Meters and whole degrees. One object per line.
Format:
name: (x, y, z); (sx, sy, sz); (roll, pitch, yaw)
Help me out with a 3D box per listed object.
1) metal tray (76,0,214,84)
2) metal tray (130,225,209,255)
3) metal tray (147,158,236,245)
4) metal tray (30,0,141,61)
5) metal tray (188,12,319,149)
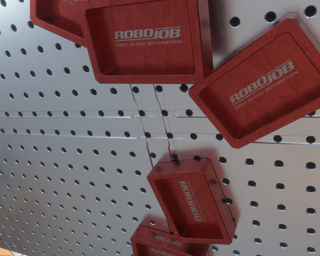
metal tray: (-0.016, -0.092, 0.318); (0.130, 0.030, 0.089); (4, 120, 25)
metal tray: (0.018, 0.226, 0.536); (0.130, 0.030, 0.089); (8, 122, 23)
metal tray: (0.047, 0.109, 0.449); (0.090, 0.030, 0.129); (-10, 114, 32)
metal tray: (-0.090, -0.146, 0.363); (0.130, 0.030, 0.089); (26, 127, 11)
metal tray: (0.106, -0.043, 0.325); (0.130, 0.030, 0.090); (-34, 100, 38)
